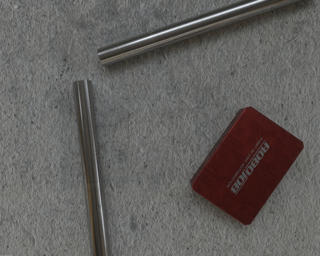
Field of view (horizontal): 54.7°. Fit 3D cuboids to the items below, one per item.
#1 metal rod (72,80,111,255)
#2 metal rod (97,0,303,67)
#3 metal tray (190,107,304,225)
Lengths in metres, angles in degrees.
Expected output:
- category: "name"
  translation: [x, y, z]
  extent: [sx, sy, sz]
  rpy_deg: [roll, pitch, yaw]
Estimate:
- category: "metal rod"
  translation: [-0.086, 0.087, 0.409]
  extent: [0.025, 0.025, 0.298]
  rpy_deg: [-6, 90, 0]
- category: "metal rod"
  translation: [0.065, -0.141, 0.410]
  extent: [0.302, 0.025, 0.025]
  rpy_deg: [-19, 90, 0]
- category: "metal tray"
  translation: [0.112, 0.048, 0.408]
  extent: [0.090, 0.030, 0.130]
  rpy_deg: [35, 90, 0]
